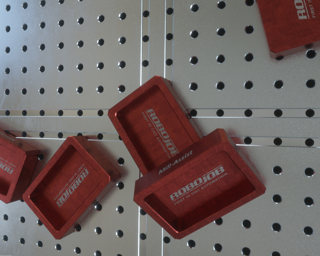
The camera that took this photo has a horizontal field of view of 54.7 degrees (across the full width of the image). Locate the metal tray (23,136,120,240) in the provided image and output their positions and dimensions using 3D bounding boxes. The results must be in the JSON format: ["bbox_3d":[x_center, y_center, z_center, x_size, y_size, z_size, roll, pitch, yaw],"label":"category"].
[{"bbox_3d":[-0.132,0.086,0.454,0.090,0.030,0.130,44,103,14],"label":"metal tray"}]

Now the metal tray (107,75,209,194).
[{"bbox_3d":[0.000,0.008,0.408,0.090,0.030,0.130,-34,79,16],"label":"metal tray"}]

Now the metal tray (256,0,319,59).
[{"bbox_3d":[0.158,-0.156,0.355,0.090,0.030,0.129,-14,85,19],"label":"metal tray"}]

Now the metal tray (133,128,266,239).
[{"bbox_3d":[0.045,0.070,0.369,0.130,0.030,0.090,-35,113,16],"label":"metal tray"}]

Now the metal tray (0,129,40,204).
[{"bbox_3d":[-0.267,0.052,0.501,0.130,0.030,0.089,24,98,18],"label":"metal tray"}]
